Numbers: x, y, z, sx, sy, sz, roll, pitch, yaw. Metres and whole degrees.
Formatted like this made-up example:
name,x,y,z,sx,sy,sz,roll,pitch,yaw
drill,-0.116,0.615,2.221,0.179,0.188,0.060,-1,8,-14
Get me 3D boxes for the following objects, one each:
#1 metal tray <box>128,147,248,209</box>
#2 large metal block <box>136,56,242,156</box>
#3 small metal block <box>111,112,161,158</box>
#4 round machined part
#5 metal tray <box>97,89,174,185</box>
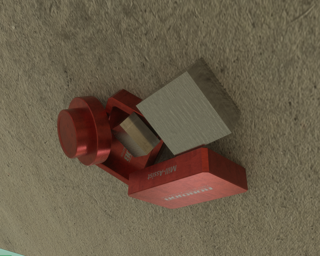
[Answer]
name,x,y,z,sx,sy,sz,roll,pitch,yaw
metal tray,0.033,0.070,0.401,0.130,0.030,0.090,-25,141,37
large metal block,0.034,-0.022,0.361,0.080,0.050,0.080,-30,102,38
small metal block,-0.034,0.010,0.403,0.050,0.025,0.050,48,157,-9
round machined part,-0.111,0.006,0.432,0.098,0.042,0.097,17,112,49
metal tray,-0.041,0.021,0.439,0.090,0.030,0.129,30,128,8
